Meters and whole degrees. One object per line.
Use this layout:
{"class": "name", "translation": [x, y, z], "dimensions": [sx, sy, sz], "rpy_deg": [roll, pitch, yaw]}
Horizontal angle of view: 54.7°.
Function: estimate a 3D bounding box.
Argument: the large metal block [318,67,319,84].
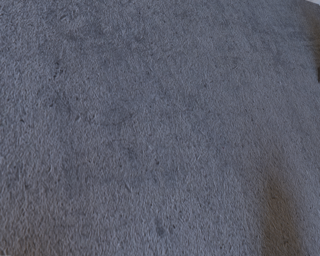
{"class": "large metal block", "translation": [0.396, -0.115, 0.651], "dimensions": [0.080, 0.080, 0.050], "rpy_deg": [29, 52, -10]}
